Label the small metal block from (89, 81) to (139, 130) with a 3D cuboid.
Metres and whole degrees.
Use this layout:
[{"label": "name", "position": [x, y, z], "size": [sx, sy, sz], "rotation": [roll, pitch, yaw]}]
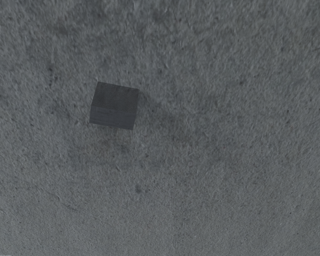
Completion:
[{"label": "small metal block", "position": [-0.053, -0.027, 0.367], "size": [0.050, 0.050, 0.025], "rotation": [10, 129, -8]}]
